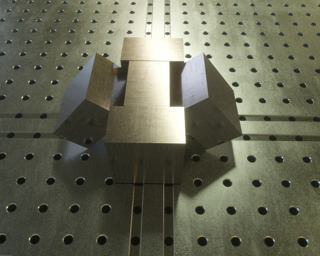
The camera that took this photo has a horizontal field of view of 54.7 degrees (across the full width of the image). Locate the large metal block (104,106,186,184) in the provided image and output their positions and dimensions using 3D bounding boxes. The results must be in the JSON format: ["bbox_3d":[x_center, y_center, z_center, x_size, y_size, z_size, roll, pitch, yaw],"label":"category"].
[{"bbox_3d":[-0.015,0.021,0.353,0.081,0.080,0.050,1,50,0],"label":"large metal block"}]

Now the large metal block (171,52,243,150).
[{"bbox_3d":[0.057,-0.033,0.389,0.050,0.080,0.080,-26,43,28],"label":"large metal block"}]

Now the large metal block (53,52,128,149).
[{"bbox_3d":[-0.085,-0.033,0.390,0.050,0.080,0.080,28,43,-29],"label":"large metal block"}]

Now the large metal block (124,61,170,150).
[{"bbox_3d":[-0.014,-0.028,0.394,0.050,0.080,0.080,1,50,0],"label":"large metal block"}]

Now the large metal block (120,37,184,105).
[{"bbox_3d":[-0.009,-0.079,0.436,0.081,0.080,0.050,1,50,0],"label":"large metal block"}]
